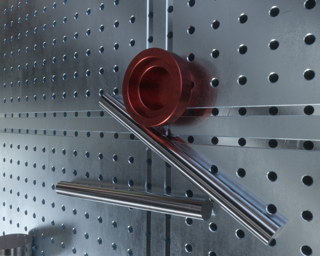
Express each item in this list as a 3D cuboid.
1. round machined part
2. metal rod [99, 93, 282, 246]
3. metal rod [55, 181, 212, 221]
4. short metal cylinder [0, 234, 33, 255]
[{"bbox_3d":[0.000,-0.050,0.398,0.098,0.042,0.097,0,90,40],"label":"round machined part"},{"bbox_3d":[0.016,0.033,0.396,0.300,0.025,0.025,37,113,33],"label":"metal rod"},{"bbox_3d":[-0.060,0.102,0.459,0.300,0.025,0.025,-3,88,40],"label":"metal rod"},{"bbox_3d":[-0.300,0.251,0.622,0.080,0.081,0.050,3,92,40],"label":"short metal cylinder"}]
